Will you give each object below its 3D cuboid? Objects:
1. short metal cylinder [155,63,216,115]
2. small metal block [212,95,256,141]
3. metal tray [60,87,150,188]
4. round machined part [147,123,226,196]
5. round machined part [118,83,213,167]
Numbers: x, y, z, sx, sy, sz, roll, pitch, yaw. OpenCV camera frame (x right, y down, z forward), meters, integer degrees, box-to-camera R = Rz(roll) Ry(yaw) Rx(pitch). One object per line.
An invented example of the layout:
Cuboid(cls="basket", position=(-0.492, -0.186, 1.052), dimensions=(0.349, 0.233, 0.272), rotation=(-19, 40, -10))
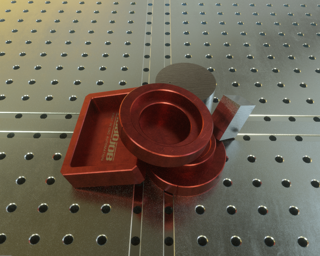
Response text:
Cuboid(cls="short metal cylinder", position=(0.034, -0.046, 0.430), dimensions=(0.081, 0.050, 0.080), rotation=(0, 50, 0))
Cuboid(cls="small metal block", position=(0.089, -0.014, 0.391), dimensions=(0.025, 0.050, 0.050), rotation=(39, 25, 27))
Cuboid(cls="metal tray", position=(-0.059, 0.007, 0.383), dimensions=(0.090, 0.030, 0.130), rotation=(-6, 49, 13))
Cuboid(cls="round machined part", position=(0.030, 0.028, 0.372), dimensions=(0.099, 0.042, 0.098), rotation=(0, 50, 0))
Cuboid(cls="round machined part", position=(0.004, 0.001, 0.334), dimensions=(0.099, 0.042, 0.098), rotation=(7, 51, -8))
